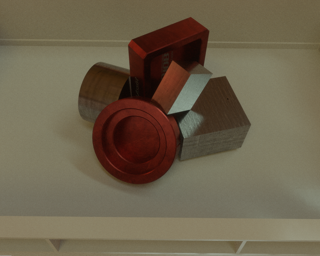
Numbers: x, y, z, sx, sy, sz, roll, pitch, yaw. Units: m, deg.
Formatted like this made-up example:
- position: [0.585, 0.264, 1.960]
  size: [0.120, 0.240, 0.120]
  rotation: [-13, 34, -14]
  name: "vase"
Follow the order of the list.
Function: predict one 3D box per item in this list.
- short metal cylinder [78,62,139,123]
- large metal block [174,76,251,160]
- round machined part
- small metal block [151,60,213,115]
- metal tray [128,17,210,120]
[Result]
- position: [-0.061, -0.040, 0.400]
  size: [0.050, 0.080, 0.080]
  rotation: [18, 52, 14]
  name: "short metal cylinder"
- position: [0.055, -0.014, 0.389]
  size: [0.081, 0.050, 0.080]
  rotation: [-11, 56, -10]
  name: "large metal block"
- position: [-0.024, 0.012, 0.358]
  size: [0.098, 0.097, 0.042]
  rotation: [16, 16, 12]
  name: "round machined part"
- position: [0.024, -0.045, 0.336]
  size: [0.025, 0.050, 0.050]
  rotation: [42, 29, 21]
  name: "small metal block"
- position: [0.010, -0.062, 0.387]
  size: [0.091, 0.129, 0.030]
  rotation: [-28, 57, -22]
  name: "metal tray"
